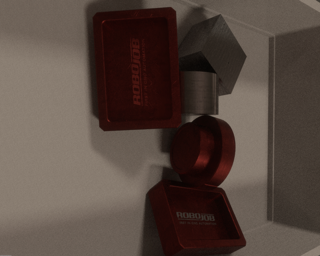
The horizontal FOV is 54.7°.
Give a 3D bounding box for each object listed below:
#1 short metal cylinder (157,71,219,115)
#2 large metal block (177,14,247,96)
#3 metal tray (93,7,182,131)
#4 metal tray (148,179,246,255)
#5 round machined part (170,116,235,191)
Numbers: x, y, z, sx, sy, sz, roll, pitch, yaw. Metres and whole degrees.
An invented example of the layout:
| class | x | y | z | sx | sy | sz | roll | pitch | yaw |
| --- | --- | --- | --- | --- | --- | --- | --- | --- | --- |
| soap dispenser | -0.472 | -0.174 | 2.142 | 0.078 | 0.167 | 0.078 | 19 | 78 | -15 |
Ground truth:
| class | x | y | z | sx | sy | sz | roll | pitch | yaw |
| --- | --- | --- | --- | --- | --- | --- | --- | --- | --- |
| short metal cylinder | 0.036 | -0.042 | 0.403 | 0.081 | 0.080 | 0.050 | 0 | 90 | -40 |
| large metal block | 0.075 | -0.101 | 0.450 | 0.080 | 0.050 | 0.080 | 47 | 56 | -30 |
| metal tray | -0.024 | -0.063 | 0.349 | 0.091 | 0.030 | 0.129 | -3 | 93 | 4 |
| metal tray | 0.052 | 0.121 | 0.417 | 0.131 | 0.030 | 0.090 | 16 | 42 | -39 |
| round machined part | 0.048 | 0.030 | 0.403 | 0.042 | 0.098 | 0.098 | 16 | 80 | -28 |
